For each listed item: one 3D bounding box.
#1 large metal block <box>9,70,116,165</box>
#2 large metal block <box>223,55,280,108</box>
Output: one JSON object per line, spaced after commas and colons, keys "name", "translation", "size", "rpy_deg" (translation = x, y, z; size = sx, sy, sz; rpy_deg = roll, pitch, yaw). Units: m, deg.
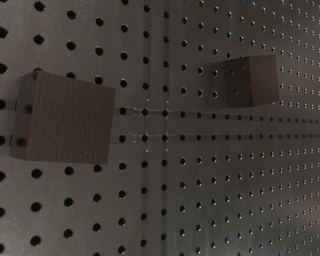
{"name": "large metal block", "translation": [-0.097, -0.007, 0.313], "size": [0.081, 0.050, 0.080], "rpy_deg": [9, 84, -40]}
{"name": "large metal block", "translation": [0.156, -0.079, 0.527], "size": [0.081, 0.050, 0.079], "rpy_deg": [-14, 99, -39]}
